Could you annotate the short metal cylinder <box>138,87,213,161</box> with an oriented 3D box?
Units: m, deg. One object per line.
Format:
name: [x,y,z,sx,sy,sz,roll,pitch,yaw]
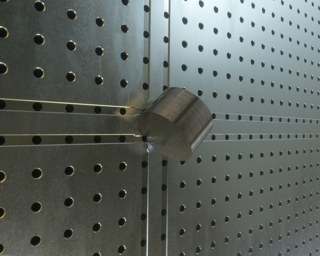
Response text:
short metal cylinder: [0.019,-0.005,0.391,0.050,0.080,0.080,-48,119,-29]
